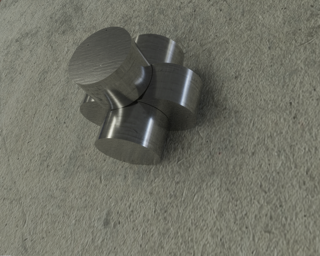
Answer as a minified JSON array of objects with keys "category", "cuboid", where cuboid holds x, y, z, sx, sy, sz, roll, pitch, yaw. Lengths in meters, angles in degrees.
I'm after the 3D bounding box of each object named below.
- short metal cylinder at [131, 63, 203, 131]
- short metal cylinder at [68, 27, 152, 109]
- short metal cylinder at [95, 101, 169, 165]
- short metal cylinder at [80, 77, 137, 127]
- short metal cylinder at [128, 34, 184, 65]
[{"category":"short metal cylinder","cuboid":[0.010,-0.036,0.386,0.080,0.080,0.050,0,62,28]},{"category":"short metal cylinder","cuboid":[-0.056,-0.069,0.356,0.080,0.050,0.080,-13,56,20]},{"category":"short metal cylinder","cuboid":[-0.034,0.008,0.381,0.080,0.080,0.050,0,62,28]},{"category":"short metal cylinder","cuboid":[-0.062,-0.036,0.423,0.080,0.080,0.050,-1,62,27]},{"category":"short metal cylinder","cuboid":[-0.010,-0.082,0.424,0.080,0.080,0.050,-2,61,27]}]
